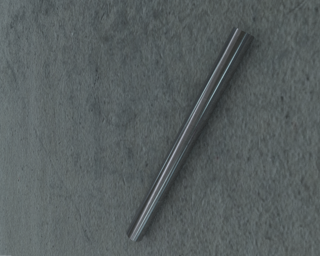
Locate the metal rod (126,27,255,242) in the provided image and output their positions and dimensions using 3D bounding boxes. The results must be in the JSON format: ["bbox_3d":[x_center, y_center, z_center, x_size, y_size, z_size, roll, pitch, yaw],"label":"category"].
[{"bbox_3d":[0.027,0.023,0.380,0.025,0.025,0.298,40,114,32],"label":"metal rod"}]
